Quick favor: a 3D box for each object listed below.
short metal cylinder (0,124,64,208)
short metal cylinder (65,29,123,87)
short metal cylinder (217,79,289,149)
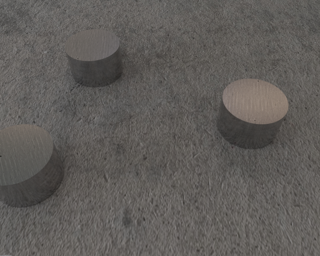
[{"bbox_3d":[-0.155,0.042,0.350,0.080,0.050,0.080,0,50,0],"label":"short metal cylinder"},{"bbox_3d":[-0.100,-0.108,0.477,0.080,0.050,0.080,0,50,0],"label":"short metal cylinder"},{"bbox_3d":[0.118,-0.019,0.404,0.080,0.050,0.080,0,50,0],"label":"short metal cylinder"}]
